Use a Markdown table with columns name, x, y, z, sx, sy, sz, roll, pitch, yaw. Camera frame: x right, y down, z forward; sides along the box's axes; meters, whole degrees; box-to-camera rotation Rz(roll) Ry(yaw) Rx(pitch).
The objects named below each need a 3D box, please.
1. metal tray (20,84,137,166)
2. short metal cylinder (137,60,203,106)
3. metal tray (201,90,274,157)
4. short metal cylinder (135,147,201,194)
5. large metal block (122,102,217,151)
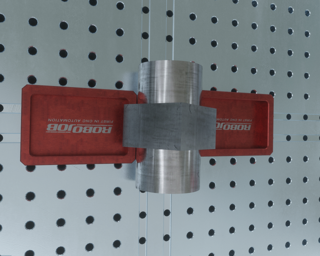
| name | x | y | z | sx | sy | sz | roll | pitch | yaw |
| --- | --- | --- | --- | --- | --- | --- | --- | --- | --- |
| metal tray | -0.095 | -0.002 | 0.374 | 0.131 | 0.030 | 0.089 | 1 | 90 | -20 |
| short metal cylinder | 0.012 | -0.051 | 0.387 | 0.081 | 0.080 | 0.050 | 1 | 90 | -20 |
| metal tray | 0.101 | -0.006 | 0.447 | 0.131 | 0.030 | 0.089 | 1 | 90 | -20 |
| short metal cylinder | 0.010 | 0.049 | 0.387 | 0.081 | 0.080 | 0.050 | 2 | 90 | -20 |
| large metal block | 0.013 | -0.001 | 0.373 | 0.080 | 0.080 | 0.050 | 3 | 88 | -54 |
